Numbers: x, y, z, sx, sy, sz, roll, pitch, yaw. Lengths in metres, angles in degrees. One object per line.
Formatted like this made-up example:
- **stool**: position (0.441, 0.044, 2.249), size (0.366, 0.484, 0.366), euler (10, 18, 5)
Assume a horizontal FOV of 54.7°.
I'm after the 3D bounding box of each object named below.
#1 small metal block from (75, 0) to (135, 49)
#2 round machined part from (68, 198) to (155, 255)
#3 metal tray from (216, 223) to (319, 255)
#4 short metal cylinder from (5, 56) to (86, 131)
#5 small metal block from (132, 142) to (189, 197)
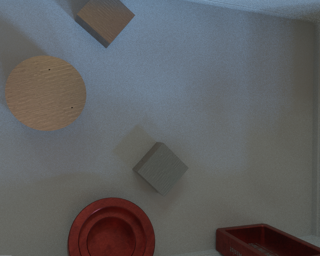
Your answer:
- **small metal block**: position (-0.068, -0.137, 0.386), size (0.050, 0.025, 0.050), euler (41, 77, -16)
- **round machined part**: position (-0.059, 0.136, 0.366), size (0.099, 0.042, 0.098), euler (10, 57, -15)
- **metal tray**: position (0.145, 0.164, 0.410), size (0.091, 0.130, 0.030), euler (1, 90, -20)
- **short metal cylinder**: position (-0.128, -0.037, 0.350), size (0.081, 0.050, 0.079), euler (0, 90, -21)
- **small metal block**: position (0.001, 0.054, 0.412), size (0.050, 0.025, 0.050), euler (46, 76, -15)
